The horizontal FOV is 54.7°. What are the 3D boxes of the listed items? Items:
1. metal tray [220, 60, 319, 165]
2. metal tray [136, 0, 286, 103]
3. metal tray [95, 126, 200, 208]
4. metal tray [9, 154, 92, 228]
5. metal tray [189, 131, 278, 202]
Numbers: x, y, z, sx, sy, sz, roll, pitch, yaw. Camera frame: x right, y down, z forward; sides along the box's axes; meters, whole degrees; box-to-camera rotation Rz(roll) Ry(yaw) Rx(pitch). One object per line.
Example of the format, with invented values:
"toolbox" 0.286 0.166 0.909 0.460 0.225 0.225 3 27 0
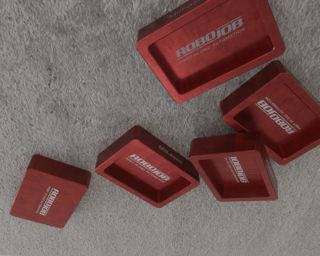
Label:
"metal tray" 0.152 -0.013 0.393 0.130 0.030 0.090 34 122 -26
"metal tray" 0.052 -0.090 0.327 0.130 0.030 0.090 -25 126 19
"metal tray" -0.016 0.062 0.456 0.130 0.030 0.090 37 121 -27
"metal tray" -0.175 0.105 0.492 0.091 0.030 0.129 22 127 -18
"metal tray" 0.106 0.059 0.431 0.090 0.030 0.130 -9 138 26
